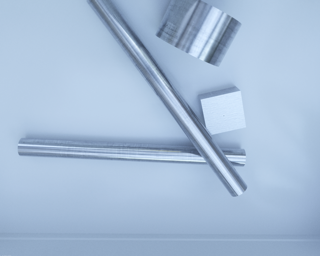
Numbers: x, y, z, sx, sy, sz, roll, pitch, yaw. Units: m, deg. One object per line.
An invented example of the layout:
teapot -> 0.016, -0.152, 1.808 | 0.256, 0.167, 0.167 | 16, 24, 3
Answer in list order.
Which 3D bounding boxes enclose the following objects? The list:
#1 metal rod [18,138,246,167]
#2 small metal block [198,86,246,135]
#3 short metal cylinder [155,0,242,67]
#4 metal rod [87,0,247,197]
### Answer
metal rod -> -0.036, 0.033, 0.423 | 0.302, 0.025, 0.025 | 3, 110, -2
small metal block -> 0.081, -0.022, 0.404 | 0.050, 0.025, 0.050 | -13, 110, 4
short metal cylinder -> 0.042, -0.109, 0.343 | 0.080, 0.080, 0.050 | 24, 108, -9
metal rod -> 0.015, -0.035, 0.382 | 0.025, 0.025, 0.300 | -35, 101, 12
